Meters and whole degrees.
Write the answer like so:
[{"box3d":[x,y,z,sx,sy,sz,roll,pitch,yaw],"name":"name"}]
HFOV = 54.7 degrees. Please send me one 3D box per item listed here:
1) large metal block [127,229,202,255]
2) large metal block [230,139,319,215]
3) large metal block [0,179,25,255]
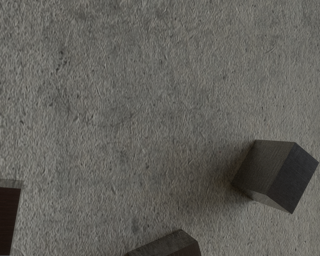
[{"box3d":[0.013,0.191,0.401,0.081,0.050,0.080,-17,96,-19],"name":"large metal block"},{"box3d":[0.160,0.065,0.438,0.050,0.080,0.080,37,78,-17],"name":"large metal block"},{"box3d":[-0.194,0.095,0.324,0.081,0.050,0.080,10,87,-20],"name":"large metal block"}]
